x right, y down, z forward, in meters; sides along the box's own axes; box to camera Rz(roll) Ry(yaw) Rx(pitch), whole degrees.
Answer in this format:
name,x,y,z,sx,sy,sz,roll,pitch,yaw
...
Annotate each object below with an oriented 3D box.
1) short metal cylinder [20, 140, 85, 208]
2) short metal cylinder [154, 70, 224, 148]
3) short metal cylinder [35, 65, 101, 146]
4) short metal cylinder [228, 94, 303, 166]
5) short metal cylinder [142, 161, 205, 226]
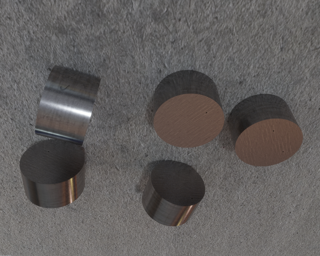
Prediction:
name,x,y,z,sx,sy,sz,roll,pitch,yaw
short metal cylinder,-0.144,0.061,0.422,0.081,0.080,0.050,6,130,-6
short metal cylinder,0.033,-0.022,0.372,0.081,0.050,0.079,0,130,0
short metal cylinder,-0.102,-0.025,0.349,0.050,0.080,0.079,16,128,-13
short metal cylinder,0.132,0.003,0.395,0.081,0.050,0.079,0,130,0
short metal cylinder,0.019,0.094,0.451,0.081,0.080,0.050,13,129,-11
